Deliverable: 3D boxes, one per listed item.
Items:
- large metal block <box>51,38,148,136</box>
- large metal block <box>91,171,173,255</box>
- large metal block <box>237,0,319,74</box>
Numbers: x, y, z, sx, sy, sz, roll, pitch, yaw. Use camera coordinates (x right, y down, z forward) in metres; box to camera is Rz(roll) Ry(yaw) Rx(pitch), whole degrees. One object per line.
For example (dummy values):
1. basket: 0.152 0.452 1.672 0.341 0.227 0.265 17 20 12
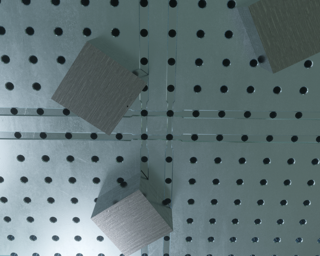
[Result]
1. large metal block: -0.071 -0.051 0.381 0.080 0.050 0.080 34 106 -12
2. large metal block: -0.038 0.123 0.445 0.080 0.050 0.080 -33 107 11
3. large metal block: 0.147 -0.120 0.357 0.080 0.050 0.080 -25 108 9
